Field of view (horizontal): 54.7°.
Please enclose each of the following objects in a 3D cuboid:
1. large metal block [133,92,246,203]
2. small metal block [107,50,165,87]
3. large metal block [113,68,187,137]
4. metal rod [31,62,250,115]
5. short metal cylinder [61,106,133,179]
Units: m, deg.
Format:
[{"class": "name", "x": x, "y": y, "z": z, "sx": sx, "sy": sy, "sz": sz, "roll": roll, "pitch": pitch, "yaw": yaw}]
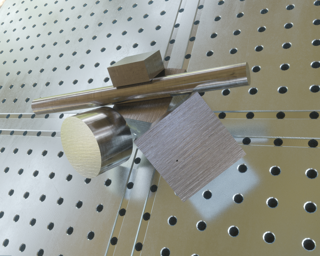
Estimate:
[{"class": "large metal block", "x": 0.030, "y": 0.018, "z": 0.334, "sx": 0.080, "sy": 0.050, "sz": 0.080, "roll": -39, "pitch": 95, "yaw": 2}, {"class": "small metal block", "x": -0.029, "y": -0.074, "z": 0.385, "sx": 0.050, "sy": 0.025, "sz": 0.050, "roll": -6, "pitch": 24, "yaw": 25}, {"class": "large metal block", "x": -0.007, "y": -0.033, "z": 0.411, "sx": 0.080, "sy": 0.050, "sz": 0.080, "roll": 12, "pitch": 67, "yaw": 33}, {"class": "metal rod", "x": -0.043, "y": -0.044, "z": 0.389, "sx": 0.300, "sy": 0.025, "sz": 0.025, "roll": -5, "pitch": 59, "yaw": 25}, {"class": "short metal cylinder", "x": -0.081, "y": 0.017, "z": 0.392, "sx": 0.080, "sy": 0.079, "sz": 0.050, "roll": 21, "pitch": 30, "yaw": 36}]
